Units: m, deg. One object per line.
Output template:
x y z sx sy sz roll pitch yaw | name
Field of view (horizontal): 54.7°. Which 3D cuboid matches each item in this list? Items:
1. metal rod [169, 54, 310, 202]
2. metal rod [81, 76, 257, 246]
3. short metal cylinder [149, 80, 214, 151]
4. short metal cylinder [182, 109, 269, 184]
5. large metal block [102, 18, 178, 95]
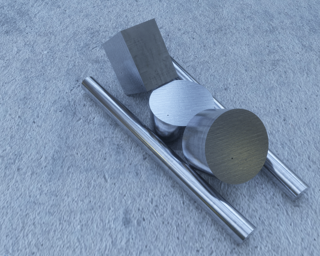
0.077 -0.024 0.425 0.025 0.025 0.300 -26 55 -20 | metal rod
-0.008 0.022 0.385 0.025 0.025 0.300 -33 58 -25 | metal rod
0.027 -0.017 0.403 0.081 0.050 0.080 0 50 0 | short metal cylinder
0.072 0.018 0.346 0.081 0.080 0.050 -25 12 -20 | short metal cylinder
-0.029 -0.094 0.428 0.050 0.080 0.080 -29 14 -23 | large metal block
